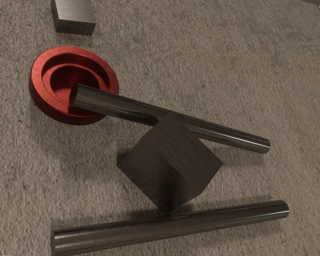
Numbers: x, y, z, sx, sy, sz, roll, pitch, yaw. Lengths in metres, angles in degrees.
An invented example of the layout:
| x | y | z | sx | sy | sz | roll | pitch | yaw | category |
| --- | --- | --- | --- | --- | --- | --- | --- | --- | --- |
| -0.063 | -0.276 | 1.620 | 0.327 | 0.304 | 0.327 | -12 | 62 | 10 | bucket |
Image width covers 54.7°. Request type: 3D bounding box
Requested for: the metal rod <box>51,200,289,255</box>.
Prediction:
| x | y | z | sx | sy | sz | roll | pitch | yaw | category |
| --- | --- | --- | --- | --- | --- | --- | --- | --- | --- |
| 0.035 | 0.110 | 0.357 | 0.303 | 0.025 | 0.025 | 1 | 61 | -28 | metal rod |

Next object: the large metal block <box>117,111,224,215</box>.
| x | y | z | sx | sy | sz | roll | pitch | yaw | category |
| --- | --- | --- | --- | --- | --- | --- | --- | --- | --- |
| 0.009 | 0.042 | 0.349 | 0.080 | 0.080 | 0.050 | 45 | 51 | 2 | large metal block |

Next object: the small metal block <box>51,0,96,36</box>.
| x | y | z | sx | sy | sz | roll | pitch | yaw | category |
| --- | --- | --- | --- | --- | --- | --- | --- | --- | --- |
| -0.122 | -0.160 | 0.436 | 0.050 | 0.025 | 0.050 | -4 | 64 | -30 | small metal block |

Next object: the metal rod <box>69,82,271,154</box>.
| x | y | z | sx | sy | sz | roll | pitch | yaw | category |
| --- | --- | --- | --- | --- | --- | --- | --- | --- | --- |
| 0.036 | -0.003 | 0.395 | 0.302 | 0.025 | 0.025 | 14 | 56 | -32 | metal rod |

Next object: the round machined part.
| x | y | z | sx | sy | sz | roll | pitch | yaw | category |
| --- | --- | --- | --- | --- | --- | --- | --- | --- | --- |
| -0.102 | -0.045 | 0.366 | 0.099 | 0.042 | 0.098 | 14 | 56 | -21 | round machined part |
